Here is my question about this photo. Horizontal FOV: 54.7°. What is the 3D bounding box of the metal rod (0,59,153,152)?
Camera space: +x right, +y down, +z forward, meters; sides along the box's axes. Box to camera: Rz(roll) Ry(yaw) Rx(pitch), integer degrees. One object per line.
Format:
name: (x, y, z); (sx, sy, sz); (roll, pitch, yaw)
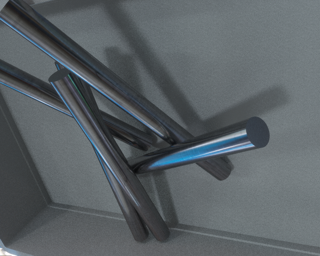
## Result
metal rod: (-0.139, -0.042, 0.373); (0.301, 0.025, 0.025); (28, 133, -23)

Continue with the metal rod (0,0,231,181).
metal rod: (-0.022, -0.022, 0.328); (0.025, 0.025, 0.301); (-28, 128, 37)

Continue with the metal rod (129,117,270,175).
metal rod: (0.002, 0.037, 0.365); (0.025, 0.025, 0.299); (51, 148, -9)

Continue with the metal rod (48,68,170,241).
metal rod: (-0.047, 0.056, 0.392); (0.025, 0.025, 0.299); (-1, 133, 28)

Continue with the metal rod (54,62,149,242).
metal rod: (-0.065, 0.048, 0.409); (0.025, 0.025, 0.298); (2, 127, 27)
